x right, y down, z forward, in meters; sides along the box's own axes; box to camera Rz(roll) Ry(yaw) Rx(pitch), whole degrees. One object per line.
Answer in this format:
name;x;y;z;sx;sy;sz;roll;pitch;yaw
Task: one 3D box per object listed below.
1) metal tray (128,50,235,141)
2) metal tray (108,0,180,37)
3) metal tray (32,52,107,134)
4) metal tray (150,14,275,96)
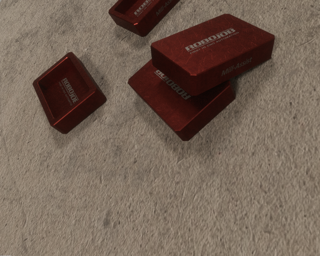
metal tray;0.025;-0.054;0.420;0.090;0.030;0.130;-42;51;-1
metal tray;-0.018;-0.229;0.548;0.130;0.030;0.090;-48;52;-6
metal tray;-0.154;-0.062;0.516;0.090;0.030;0.130;-39;51;1
metal tray;0.066;-0.098;0.393;0.131;0.030;0.090;-28;49;-21
